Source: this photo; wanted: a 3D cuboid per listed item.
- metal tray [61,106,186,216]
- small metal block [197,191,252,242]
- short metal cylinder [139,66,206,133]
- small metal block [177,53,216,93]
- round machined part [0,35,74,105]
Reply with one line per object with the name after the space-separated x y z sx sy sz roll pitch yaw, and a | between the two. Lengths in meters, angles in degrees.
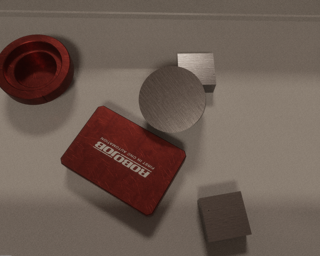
-0.045 0.041 0.392 0.130 0.030 0.090 29 72 9 | metal tray
0.076 0.107 0.372 0.050 0.025 0.050 -9 70 -4 | small metal block
0.018 -0.035 0.395 0.080 0.050 0.079 0 92 9 | short metal cylinder
0.050 -0.077 0.439 0.050 0.025 0.050 -1 70 -1 | small metal block
-0.167 -0.076 0.426 0.099 0.042 0.098 0 70 -1 | round machined part
